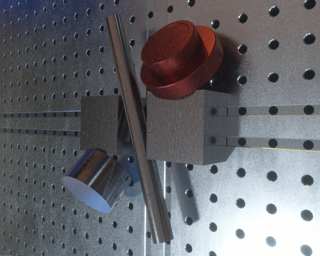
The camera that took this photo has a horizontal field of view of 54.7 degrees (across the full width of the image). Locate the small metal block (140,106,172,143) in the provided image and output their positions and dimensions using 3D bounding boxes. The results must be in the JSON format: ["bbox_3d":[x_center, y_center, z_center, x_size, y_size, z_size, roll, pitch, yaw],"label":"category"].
[{"bbox_3d":[-0.011,-0.004,0.420,0.050,0.025,0.050,1,91,40],"label":"small metal block"}]

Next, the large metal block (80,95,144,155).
[{"bbox_3d":[-0.070,-0.005,0.452,0.080,0.050,0.079,3,92,40],"label":"large metal block"}]

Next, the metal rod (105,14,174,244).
[{"bbox_3d":[-0.029,-0.007,0.400,0.025,0.025,0.299,-22,76,38],"label":"metal rod"}]

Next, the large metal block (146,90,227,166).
[{"bbox_3d":[0.031,-0.001,0.368,0.080,0.050,0.079,1,91,40],"label":"large metal block"}]

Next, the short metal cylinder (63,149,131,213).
[{"bbox_3d":[-0.088,0.076,0.438,0.080,0.050,0.080,23,145,18],"label":"short metal cylinder"}]

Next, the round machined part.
[{"bbox_3d":[0.018,-0.083,0.352,0.098,0.042,0.098,-22,44,23],"label":"round machined part"}]
